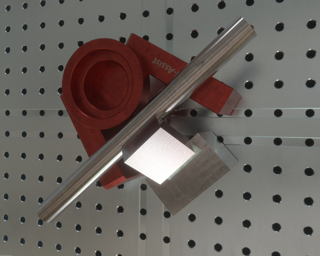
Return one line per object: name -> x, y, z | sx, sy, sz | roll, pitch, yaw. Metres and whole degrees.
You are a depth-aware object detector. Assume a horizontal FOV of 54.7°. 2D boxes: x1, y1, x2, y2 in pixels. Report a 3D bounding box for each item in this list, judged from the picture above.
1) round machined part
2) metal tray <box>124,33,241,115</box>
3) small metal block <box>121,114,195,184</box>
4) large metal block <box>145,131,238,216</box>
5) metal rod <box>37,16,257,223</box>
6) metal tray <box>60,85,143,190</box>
round machined part -> -0.056, -0.047, 0.349 | 0.098, 0.042, 0.097 | 0, 90, 19
metal tray -> 0.028, -0.061, 0.367 | 0.130, 0.090, 0.030 | 33, 102, 16
small metal block -> -0.002, 0.022, 0.312 | 0.050, 0.050, 0.025 | -44, 32, 14
large metal block -> 0.041, 0.050, 0.365 | 0.080, 0.080, 0.050 | -43, 77, 15
metal rod -> -0.026, 0.003, 0.325 | 0.299, 0.025, 0.025 | -42, 77, 14
metal tray -> -0.065, 0.008, 0.399 | 0.030, 0.090, 0.130 | -31, 80, 17
